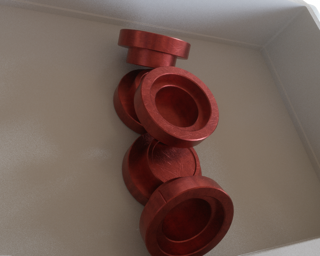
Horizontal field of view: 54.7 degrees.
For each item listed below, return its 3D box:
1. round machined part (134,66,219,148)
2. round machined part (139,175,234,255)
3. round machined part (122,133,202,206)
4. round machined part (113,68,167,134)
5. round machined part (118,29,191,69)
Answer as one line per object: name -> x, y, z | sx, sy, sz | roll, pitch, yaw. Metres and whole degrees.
round machined part -> 0.016, -0.020, 0.360 | 0.099, 0.042, 0.098 | 14, 56, -21
round machined part -> 0.025, 0.091, 0.329 | 0.099, 0.097, 0.042 | 6, 21, -26
round machined part -> 0.008, 0.046, 0.370 | 0.099, 0.042, 0.098 | 14, 56, -21
round machined part -> -0.009, -0.040, 0.414 | 0.099, 0.042, 0.098 | 14, 56, -21
round machined part -> -0.010, -0.104, 0.429 | 0.099, 0.098, 0.042 | 7, 101, -25
